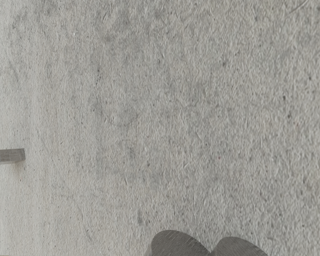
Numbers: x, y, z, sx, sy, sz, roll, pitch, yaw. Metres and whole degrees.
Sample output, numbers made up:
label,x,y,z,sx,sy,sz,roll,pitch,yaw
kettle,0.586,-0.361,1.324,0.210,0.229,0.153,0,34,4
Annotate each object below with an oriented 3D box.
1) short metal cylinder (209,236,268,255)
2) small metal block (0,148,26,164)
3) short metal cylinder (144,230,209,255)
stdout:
label,x,y,z,sx,sy,sz,roll,pitch,yaw
short metal cylinder,0.078,0.156,0.305,0.080,0.081,0.050,42,116,32
small metal block,-0.322,0.061,0.655,0.050,0.050,0.025,-17,80,39
short metal cylinder,0.017,0.165,0.355,0.080,0.081,0.050,39,114,33
